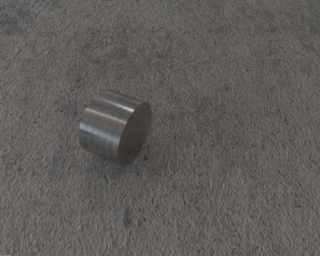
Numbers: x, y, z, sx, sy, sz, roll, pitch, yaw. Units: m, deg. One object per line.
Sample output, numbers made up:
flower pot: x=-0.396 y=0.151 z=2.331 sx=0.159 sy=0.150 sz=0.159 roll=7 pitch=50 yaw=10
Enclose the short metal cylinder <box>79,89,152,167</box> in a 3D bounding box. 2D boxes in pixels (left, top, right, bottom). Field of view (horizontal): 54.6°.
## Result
short metal cylinder: x=-0.051 y=-0.001 z=0.368 sx=0.050 sy=0.080 sz=0.080 roll=21 pitch=53 yaw=16
